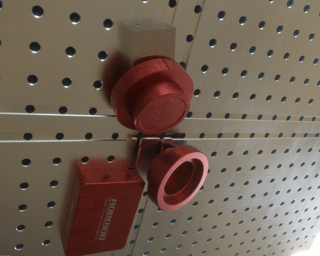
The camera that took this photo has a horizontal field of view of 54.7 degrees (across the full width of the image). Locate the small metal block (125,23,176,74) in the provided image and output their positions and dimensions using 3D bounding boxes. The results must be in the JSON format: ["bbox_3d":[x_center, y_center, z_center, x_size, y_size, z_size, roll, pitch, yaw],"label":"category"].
[{"bbox_3d":[-0.011,-0.089,0.351,0.050,0.025,0.050,-12,124,-22],"label":"small metal block"}]

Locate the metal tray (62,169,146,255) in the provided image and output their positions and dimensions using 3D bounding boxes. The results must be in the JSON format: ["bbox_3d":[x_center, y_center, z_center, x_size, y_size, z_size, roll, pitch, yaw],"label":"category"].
[{"bbox_3d":[-0.082,0.120,0.439,0.091,0.030,0.129,3,117,-30],"label":"metal tray"}]

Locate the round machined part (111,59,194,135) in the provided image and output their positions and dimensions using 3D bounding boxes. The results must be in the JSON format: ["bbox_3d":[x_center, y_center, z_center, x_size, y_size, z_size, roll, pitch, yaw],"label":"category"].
[{"bbox_3d":[-0.004,-0.029,0.362,0.099,0.042,0.097,-19,146,-13],"label":"round machined part"}]

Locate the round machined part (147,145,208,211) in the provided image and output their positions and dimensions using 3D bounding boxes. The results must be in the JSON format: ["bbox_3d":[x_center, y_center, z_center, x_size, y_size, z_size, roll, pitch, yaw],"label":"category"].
[{"bbox_3d":[0.020,0.067,0.445,0.099,0.042,0.097,-25,131,-32],"label":"round machined part"}]
